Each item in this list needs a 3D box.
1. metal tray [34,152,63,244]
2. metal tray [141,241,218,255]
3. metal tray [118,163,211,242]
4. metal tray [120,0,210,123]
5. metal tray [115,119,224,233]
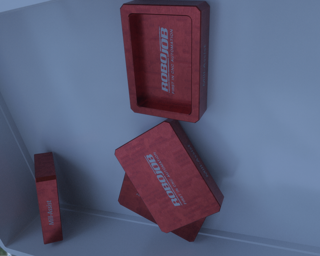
[{"bbox_3d":[-0.190,0.118,0.528,0.090,0.030,0.129,-135,42,-58],"label":"metal tray"},{"bbox_3d":[0.042,0.240,0.533,0.130,0.030,0.090,-12,112,33],"label":"metal tray"},{"bbox_3d":[0.008,0.103,0.459,0.130,0.030,0.089,25,123,12],"label":"metal tray"},{"bbox_3d":[0.007,-0.075,0.354,0.090,0.030,0.129,11,123,22],"label":"metal tray"},{"bbox_3d":[0.012,0.062,0.404,0.090,0.030,0.130,-31,91,23],"label":"metal tray"}]
